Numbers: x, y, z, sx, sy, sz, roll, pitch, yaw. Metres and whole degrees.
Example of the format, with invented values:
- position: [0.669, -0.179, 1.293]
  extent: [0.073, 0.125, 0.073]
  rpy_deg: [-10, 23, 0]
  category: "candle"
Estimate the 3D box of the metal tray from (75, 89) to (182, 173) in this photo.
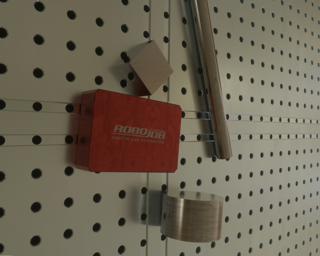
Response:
- position: [-0.033, 0.008, 0.380]
  extent: [0.131, 0.030, 0.089]
  rpy_deg: [8, 85, -40]
  category: "metal tray"

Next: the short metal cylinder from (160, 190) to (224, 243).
- position: [0.042, 0.114, 0.411]
  extent: [0.081, 0.080, 0.050]
  rpy_deg: [8, 85, -40]
  category: "short metal cylinder"

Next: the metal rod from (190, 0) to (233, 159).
- position: [0.076, -0.098, 0.474]
  extent: [0.025, 0.025, 0.298]
  rpy_deg: [-19, 102, -39]
  category: "metal rod"

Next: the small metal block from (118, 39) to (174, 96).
- position: [-0.017, -0.076, 0.397]
  extent: [0.050, 0.025, 0.050]
  rpy_deg: [-50, 120, -28]
  category: "small metal block"
